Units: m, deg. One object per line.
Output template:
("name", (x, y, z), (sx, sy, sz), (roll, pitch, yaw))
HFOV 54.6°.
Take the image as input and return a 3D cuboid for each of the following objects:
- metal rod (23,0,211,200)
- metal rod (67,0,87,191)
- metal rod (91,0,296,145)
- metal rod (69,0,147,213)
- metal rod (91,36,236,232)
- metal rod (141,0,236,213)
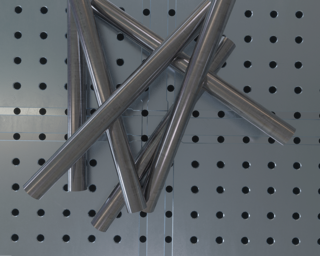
("metal rod", (-0.042, -0.036, 0.363), (0.025, 0.025, 0.300), (43, 86, 0))
("metal rod", (-0.110, -0.067, 0.412), (0.025, 0.025, 0.298), (0, 90, 0))
("metal rod", (0.034, -0.077, 0.391), (0.300, 0.025, 0.025), (36, 90, 9))
("metal rod", (-0.068, -0.042, 0.387), (0.025, 0.025, 0.299), (-15, 90, 0))
("metal rod", (0.004, 0.008, 0.413), (0.025, 0.025, 0.299), (35, 90, 0))
("metal rod", (0.029, -0.029, 0.373), (0.025, 0.025, 0.298), (20, 106, 0))
